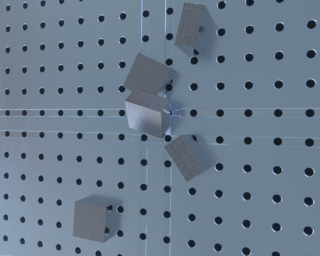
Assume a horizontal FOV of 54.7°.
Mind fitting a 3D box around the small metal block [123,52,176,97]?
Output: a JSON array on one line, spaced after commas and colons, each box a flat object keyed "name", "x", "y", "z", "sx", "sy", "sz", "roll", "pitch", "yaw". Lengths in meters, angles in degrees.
[{"name": "small metal block", "x": -0.014, "y": -0.066, "z": 0.417, "sx": 0.050, "sy": 0.025, "sz": 0.050, "roll": 29, "pitch": 99, "yaw": 17}]

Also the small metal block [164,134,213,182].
[{"name": "small metal block", "x": 0.037, "y": 0.036, "z": 0.386, "sx": 0.025, "sy": 0.050, "sz": 0.050, "roll": -36, "pitch": 79, "yaw": 16}]

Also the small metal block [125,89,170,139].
[{"name": "small metal block", "x": -0.015, "y": -0.018, "z": 0.402, "sx": 0.050, "sy": 0.050, "sz": 0.025, "roll": 19, "pitch": 52, "yaw": 18}]

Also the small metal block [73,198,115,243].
[{"name": "small metal block", "x": -0.095, "y": 0.132, "z": 0.445, "sx": 0.050, "sy": 0.025, "sz": 0.050, "roll": 5, "pitch": 92, "yaw": 19}]

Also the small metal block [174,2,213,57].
[{"name": "small metal block", "x": 0.043, "y": -0.120, "z": 0.384, "sx": 0.025, "sy": 0.050, "sz": 0.050, "roll": 15, "pitch": 95, "yaw": 19}]
